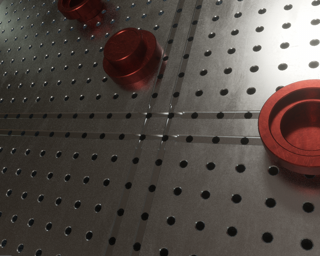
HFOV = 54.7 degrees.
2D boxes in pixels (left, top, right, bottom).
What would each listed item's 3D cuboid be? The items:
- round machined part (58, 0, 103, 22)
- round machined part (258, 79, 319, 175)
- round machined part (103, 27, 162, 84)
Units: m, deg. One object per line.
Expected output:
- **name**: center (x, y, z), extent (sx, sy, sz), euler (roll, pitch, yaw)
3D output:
- **round machined part**: center (-0.157, -0.258, 0.635), extent (0.098, 0.042, 0.098), euler (-13, 56, 20)
- **round machined part**: center (0.154, 0.002, 0.315), extent (0.098, 0.042, 0.098), euler (-13, 56, 20)
- **round machined part**: center (-0.051, -0.122, 0.497), extent (0.098, 0.042, 0.098), euler (-13, 56, 20)
